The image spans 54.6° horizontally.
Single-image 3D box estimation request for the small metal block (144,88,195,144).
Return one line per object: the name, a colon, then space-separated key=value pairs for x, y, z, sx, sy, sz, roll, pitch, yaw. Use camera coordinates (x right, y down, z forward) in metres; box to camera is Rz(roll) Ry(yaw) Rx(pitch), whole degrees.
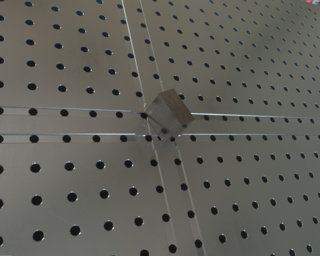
small metal block: x=0.011 y=-0.015 z=0.407 sx=0.025 sy=0.050 sz=0.050 roll=-25 pitch=76 yaw=-37
